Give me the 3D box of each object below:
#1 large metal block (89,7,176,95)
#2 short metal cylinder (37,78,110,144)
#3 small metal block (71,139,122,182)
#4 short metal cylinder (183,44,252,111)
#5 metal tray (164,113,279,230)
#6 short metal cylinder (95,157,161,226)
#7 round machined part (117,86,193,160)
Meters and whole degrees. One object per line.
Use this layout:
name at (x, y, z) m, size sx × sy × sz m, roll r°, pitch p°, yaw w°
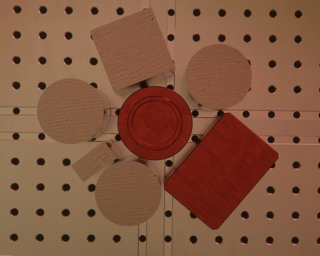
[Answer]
large metal block at (-0.033, -0.096, 0.400) m, size 0.080 × 0.050 × 0.080 m, roll -21°, pitch 90°, yaw 0°
short metal cylinder at (-0.108, -0.020, 0.399) m, size 0.081 × 0.050 × 0.080 m, roll 0°, pitch 90°, yaw 0°
small metal block at (-0.080, 0.041, 0.399) m, size 0.050 × 0.050 × 0.025 m, roll -37°, pitch 90°, yaw 0°
short metal cylinder at (0.071, -0.062, 0.401) m, size 0.081 × 0.050 × 0.080 m, roll 0°, pitch 90°, yaw 0°
metal tray at (0.079, 0.055, 0.410) m, size 0.090 × 0.030 × 0.130 m, roll 41°, pitch 89°, yaw 0°
short metal cylinder at (-0.038, 0.079, 0.400) m, size 0.081 × 0.050 × 0.080 m, roll 0°, pitch 90°, yaw 0°
round machined part at (-0.006, -0.006, 0.404) m, size 0.099 × 0.042 × 0.097 m, roll 0°, pitch 90°, yaw 0°
